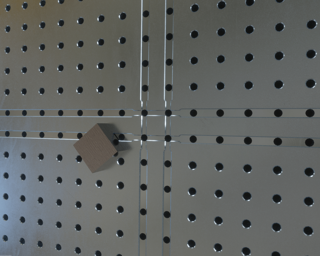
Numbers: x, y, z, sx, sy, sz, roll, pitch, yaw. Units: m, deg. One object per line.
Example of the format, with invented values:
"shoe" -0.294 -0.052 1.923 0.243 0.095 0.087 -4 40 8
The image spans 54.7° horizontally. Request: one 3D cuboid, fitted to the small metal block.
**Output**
"small metal block" -0.087 0.028 0.442 0.050 0.025 0.050 -40 78 15
